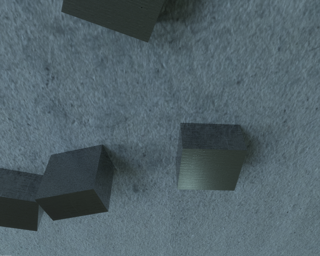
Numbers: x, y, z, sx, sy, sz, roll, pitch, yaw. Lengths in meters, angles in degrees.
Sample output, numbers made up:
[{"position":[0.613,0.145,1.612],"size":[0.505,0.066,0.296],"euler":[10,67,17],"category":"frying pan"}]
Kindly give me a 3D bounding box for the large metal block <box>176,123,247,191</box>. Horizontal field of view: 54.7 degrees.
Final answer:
[{"position":[0.066,0.041,0.426],"size":[0.081,0.050,0.079],"euler":[2,130,-2],"category":"large metal block"}]

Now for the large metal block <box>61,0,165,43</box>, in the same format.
[{"position":[-0.034,-0.135,0.275],"size":[0.081,0.050,0.079],"euler":[16,128,-14],"category":"large metal block"}]

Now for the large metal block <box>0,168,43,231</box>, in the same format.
[{"position":[-0.225,0.112,0.483],"size":[0.081,0.050,0.079],"euler":[12,129,-11],"category":"large metal block"}]

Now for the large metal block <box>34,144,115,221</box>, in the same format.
[{"position":[-0.115,0.075,0.434],"size":[0.080,0.080,0.050],"euler":[-12,129,9],"category":"large metal block"}]
